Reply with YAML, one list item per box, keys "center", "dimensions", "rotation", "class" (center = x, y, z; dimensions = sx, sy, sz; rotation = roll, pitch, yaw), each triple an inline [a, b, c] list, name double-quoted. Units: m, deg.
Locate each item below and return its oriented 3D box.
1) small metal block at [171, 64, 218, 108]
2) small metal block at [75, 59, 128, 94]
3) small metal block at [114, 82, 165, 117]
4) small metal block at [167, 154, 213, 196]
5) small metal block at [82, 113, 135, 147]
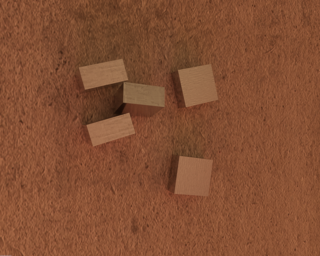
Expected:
- center: [0.048, -0.057, 0.426]
  dimensions: [0.050, 0.025, 0.050]
  rotation: [-14, 95, -20]
  class: "small metal block"
- center: [-0.071, -0.061, 0.369]
  dimensions: [0.050, 0.050, 0.025]
  rotation: [-16, 96, -19]
  class: "small metal block"
- center: [-0.027, -0.034, 0.383]
  dimensions: [0.050, 0.050, 0.025]
  rotation: [5, 76, -20]
  class: "small metal block"
- center: [0.041, 0.065, 0.424]
  dimensions: [0.050, 0.025, 0.050]
  rotation: [9, 87, -20]
  class: "small metal block"
- center: [-0.063, 0.001, 0.372]
  dimensions: [0.050, 0.050, 0.025]
  rotation: [-18, 97, -19]
  class: "small metal block"
